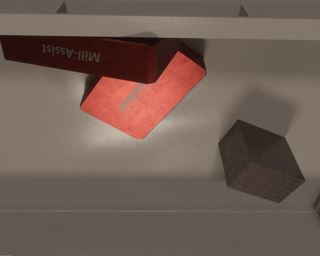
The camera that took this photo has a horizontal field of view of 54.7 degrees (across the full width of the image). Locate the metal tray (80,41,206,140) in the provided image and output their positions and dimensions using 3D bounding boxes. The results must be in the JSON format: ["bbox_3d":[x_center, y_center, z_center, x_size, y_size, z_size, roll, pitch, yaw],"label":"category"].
[{"bbox_3d":[-0.022,-0.051,0.362,0.090,0.030,0.129,30,124,-24],"label":"metal tray"}]

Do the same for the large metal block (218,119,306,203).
[{"bbox_3d":[0.131,0.044,0.412,0.081,0.080,0.050,19,127,-16],"label":"large metal block"}]

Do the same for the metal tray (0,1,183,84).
[{"bbox_3d":[-0.054,-0.079,0.267,0.131,0.090,0.030,11,124,11],"label":"metal tray"}]
